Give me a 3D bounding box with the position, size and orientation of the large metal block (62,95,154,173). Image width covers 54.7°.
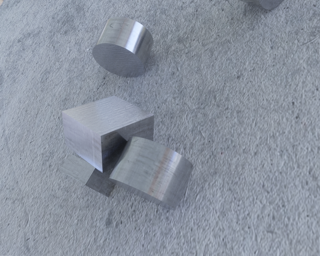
[{"bbox_3d":[-0.065,0.003,0.395,0.080,0.050,0.081,27,37,37],"label":"large metal block"}]

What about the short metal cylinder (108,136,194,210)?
[{"bbox_3d":[-0.010,0.051,0.343,0.080,0.080,0.050,14,69,34],"label":"short metal cylinder"}]

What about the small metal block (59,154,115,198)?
[{"bbox_3d":[-0.091,0.061,0.398,0.050,0.050,0.025,18,72,35],"label":"small metal block"}]

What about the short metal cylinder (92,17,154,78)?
[{"bbox_3d":[-0.056,-0.121,0.472,0.080,0.080,0.050,4,64,30],"label":"short metal cylinder"}]

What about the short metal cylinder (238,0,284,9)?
[{"bbox_3d":[0.141,-0.210,0.423,0.080,0.080,0.050,-47,51,-4],"label":"short metal cylinder"}]
